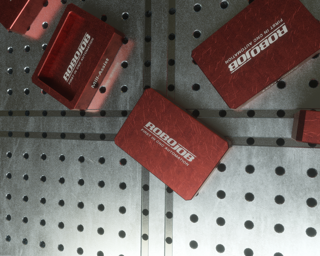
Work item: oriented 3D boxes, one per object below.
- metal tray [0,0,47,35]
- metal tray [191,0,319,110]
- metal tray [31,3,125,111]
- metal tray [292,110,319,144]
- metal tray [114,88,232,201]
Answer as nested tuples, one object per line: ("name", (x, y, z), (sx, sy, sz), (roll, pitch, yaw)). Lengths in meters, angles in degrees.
("metal tray", (-0.245, -0.226, 0.497), (0.130, 0.030, 0.090), (44, 104, 14))
("metal tray", (0.115, -0.093, 0.369), (0.130, 0.030, 0.090), (-37, 78, 16))
("metal tray", (-0.121, -0.102, 0.453), (0.090, 0.030, 0.129), (34, 101, 16))
("metal tray", (0.203, 0.006, 0.305), (0.130, 0.090, 0.030), (8, 93, 20))
("metal tray", (0.015, 0.019, 0.405), (0.130, 0.030, 0.090), (37, 102, 16))
